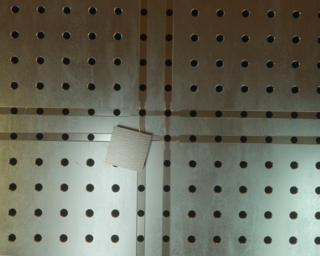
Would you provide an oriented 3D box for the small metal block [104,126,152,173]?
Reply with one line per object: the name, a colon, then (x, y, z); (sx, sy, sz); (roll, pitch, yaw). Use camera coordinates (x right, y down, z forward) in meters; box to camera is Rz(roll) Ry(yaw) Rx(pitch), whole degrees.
small metal block: (-0.042, 0.027, 0.413); (0.050, 0.025, 0.050); (15, 90, -1)
